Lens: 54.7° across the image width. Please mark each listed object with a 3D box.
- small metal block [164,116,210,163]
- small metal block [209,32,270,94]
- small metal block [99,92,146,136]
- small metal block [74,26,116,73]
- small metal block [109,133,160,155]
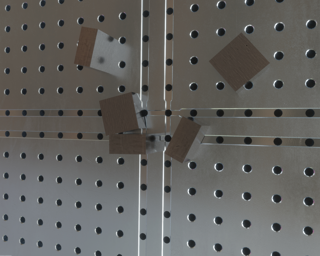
[{"bbox_3d":[0.035,0.014,0.386,0.025,0.050,0.050,28,99,17],"label":"small metal block"},{"bbox_3d":[0.097,-0.078,0.378,0.050,0.025,0.050,-41,78,15],"label":"small metal block"},{"bbox_3d":[-0.052,-0.019,0.430,0.050,0.025,0.050,-13,86,19],"label":"small metal block"},{"bbox_3d":[-0.089,-0.107,0.429,0.025,0.050,0.050,15,95,19],"label":"small metal block"},{"bbox_3d":[-0.033,0.020,0.410,0.050,0.050,0.025,-1,90,19],"label":"small metal block"}]
